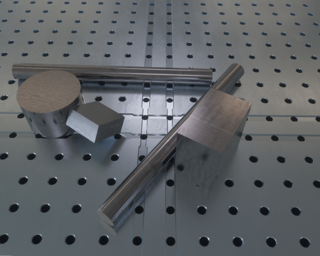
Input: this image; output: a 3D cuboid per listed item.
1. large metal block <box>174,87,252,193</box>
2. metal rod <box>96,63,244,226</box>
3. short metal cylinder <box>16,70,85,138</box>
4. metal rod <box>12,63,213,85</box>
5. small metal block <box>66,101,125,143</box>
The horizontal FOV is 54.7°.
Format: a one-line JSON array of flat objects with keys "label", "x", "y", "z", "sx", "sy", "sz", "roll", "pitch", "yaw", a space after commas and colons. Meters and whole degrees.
[{"label": "large metal block", "x": 0.060, "y": 0.014, "z": 0.361, "sx": 0.050, "sy": 0.080, "sz": 0.080, "roll": 25, "pitch": 54, "yaw": 19}, {"label": "metal rod", "x": 0.031, "y": 0.002, "z": 0.405, "sx": 0.025, "sy": 0.025, "sz": 0.301, "roll": 30, "pitch": 56, "yaw": 22}, {"label": "short metal cylinder", "x": -0.143, "y": -0.033, "z": 0.418, "sx": 0.081, "sy": 0.050, "sz": 0.080, "roll": 0, "pitch": 50, "yaw": 0}, {"label": "metal rod", "x": -0.072, "y": -0.083, "z": 0.476, "sx": 0.302, "sy": 0.025, "sz": 0.025, "roll": 2, "pitch": 50, "yaw": 1}, {"label": "small metal block", "x": -0.083, "y": -0.010, "z": 0.401, "sx": 0.050, "sy": 0.025, "sz": 0.050, "roll": 30, "pitch": 28, "yaw": 22}]
